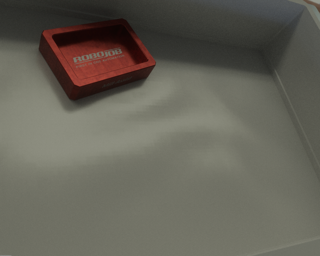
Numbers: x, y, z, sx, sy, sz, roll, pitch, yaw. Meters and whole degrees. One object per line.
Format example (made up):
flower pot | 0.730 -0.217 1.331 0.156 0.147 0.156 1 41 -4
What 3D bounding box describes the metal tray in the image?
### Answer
metal tray | -0.081 -0.097 0.419 0.131 0.030 0.090 -25 76 -37
